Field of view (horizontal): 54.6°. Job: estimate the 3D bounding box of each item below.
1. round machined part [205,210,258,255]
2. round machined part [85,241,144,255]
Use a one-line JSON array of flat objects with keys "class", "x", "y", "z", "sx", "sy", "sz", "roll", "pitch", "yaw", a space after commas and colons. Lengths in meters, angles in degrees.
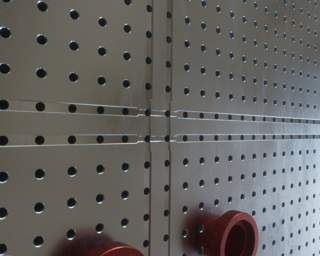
[{"class": "round machined part", "x": 0.110, "y": 0.178, "z": 0.489, "sx": 0.099, "sy": 0.042, "sz": 0.097, "roll": 0, "pitch": 90, "yaw": -40}, {"class": "round machined part", "x": -0.061, "y": 0.177, "z": 0.347, "sx": 0.099, "sy": 0.042, "sz": 0.097, "roll": 0, "pitch": 90, "yaw": -40}]
